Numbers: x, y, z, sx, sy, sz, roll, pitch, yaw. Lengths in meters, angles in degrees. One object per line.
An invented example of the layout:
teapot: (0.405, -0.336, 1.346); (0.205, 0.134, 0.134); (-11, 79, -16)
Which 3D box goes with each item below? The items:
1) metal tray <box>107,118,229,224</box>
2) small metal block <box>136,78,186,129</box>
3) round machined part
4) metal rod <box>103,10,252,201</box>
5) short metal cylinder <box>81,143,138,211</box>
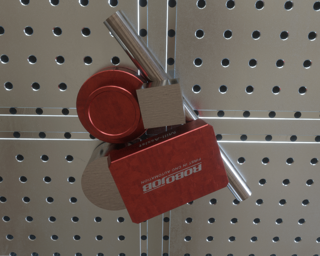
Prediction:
metal tray: (0.011, 0.053, 0.385); (0.131, 0.030, 0.090); (-21, 110, -6)
small metal block: (0.003, -0.030, 0.373); (0.050, 0.025, 0.050); (-8, 113, 8)
round machined part: (-0.057, -0.024, 0.390); (0.099, 0.042, 0.097); (0, 110, 1)
metal rod: (0.032, -0.017, 0.403); (0.025, 0.025, 0.300); (-35, 107, 12)
short metal cylinder: (-0.060, 0.063, 0.418); (0.081, 0.050, 0.079); (0, 110, 0)
